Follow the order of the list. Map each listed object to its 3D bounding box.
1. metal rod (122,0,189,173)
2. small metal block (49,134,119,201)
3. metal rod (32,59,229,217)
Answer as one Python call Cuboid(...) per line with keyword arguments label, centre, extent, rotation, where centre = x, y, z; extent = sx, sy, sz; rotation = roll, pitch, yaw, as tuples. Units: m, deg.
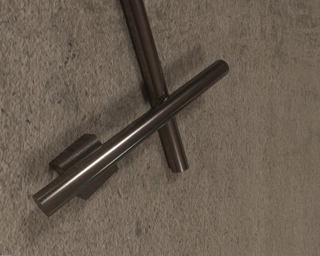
Cuboid(label="metal rod", centre=(-0.012, -0.082, 0.395), extent=(0.025, 0.025, 0.298), rotation=(-27, 107, -37))
Cuboid(label="small metal block", centre=(-0.082, 0.041, 0.338), extent=(0.050, 0.025, 0.050), rotation=(-45, 117, -31))
Cuboid(label="metal rod", centre=(-0.010, -0.008, 0.364), extent=(0.302, 0.025, 0.025), rotation=(-39, 114, -33))
